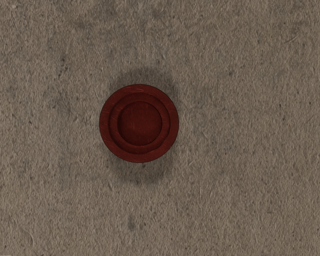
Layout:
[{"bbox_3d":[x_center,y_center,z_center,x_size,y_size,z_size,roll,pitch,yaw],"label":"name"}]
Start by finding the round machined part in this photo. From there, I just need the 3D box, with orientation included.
[{"bbox_3d":[-0.026,-0.006,0.401,0.099,0.042,0.097,0,90,-1],"label":"round machined part"}]
